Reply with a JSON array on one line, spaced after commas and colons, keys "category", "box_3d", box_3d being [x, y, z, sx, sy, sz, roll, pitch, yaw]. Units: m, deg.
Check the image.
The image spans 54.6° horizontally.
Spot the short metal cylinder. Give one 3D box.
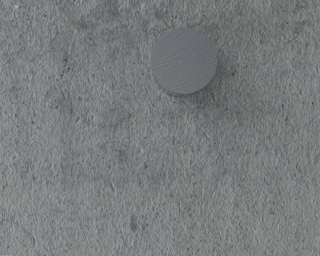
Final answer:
[{"category": "short metal cylinder", "box_3d": [0.029, -0.081, 0.398, 0.080, 0.050, 0.080, 0, 90, 0]}]
